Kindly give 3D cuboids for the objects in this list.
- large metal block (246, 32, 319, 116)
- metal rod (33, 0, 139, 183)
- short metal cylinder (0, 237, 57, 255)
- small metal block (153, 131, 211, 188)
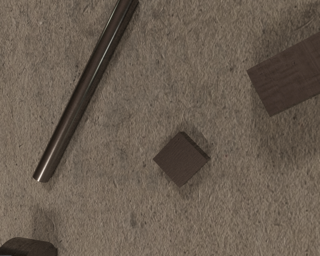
[{"bbox_3d":[0.144,-0.053,0.329,0.080,0.080,0.050,-28,81,17],"label":"large metal block"},{"bbox_3d":[-0.110,-0.053,0.446,0.025,0.025,0.299,32,100,17],"label":"metal rod"},{"bbox_3d":[-0.195,0.203,0.447,0.050,0.080,0.079,1,90,20],"label":"short metal cylinder"},{"bbox_3d":[0.028,0.040,0.398,0.050,0.025,0.050,46,104,14],"label":"small metal block"}]
